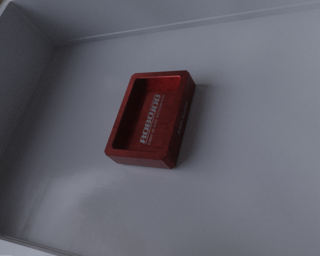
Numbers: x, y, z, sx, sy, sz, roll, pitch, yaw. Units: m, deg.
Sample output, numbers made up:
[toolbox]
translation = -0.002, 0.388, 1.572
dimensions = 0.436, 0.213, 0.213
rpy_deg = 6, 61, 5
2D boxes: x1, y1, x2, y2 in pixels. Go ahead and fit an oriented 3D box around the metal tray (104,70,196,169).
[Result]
[metal tray]
translation = -0.011, -0.014, 0.412
dimensions = 0.090, 0.030, 0.130
rpy_deg = 2, 62, 28
